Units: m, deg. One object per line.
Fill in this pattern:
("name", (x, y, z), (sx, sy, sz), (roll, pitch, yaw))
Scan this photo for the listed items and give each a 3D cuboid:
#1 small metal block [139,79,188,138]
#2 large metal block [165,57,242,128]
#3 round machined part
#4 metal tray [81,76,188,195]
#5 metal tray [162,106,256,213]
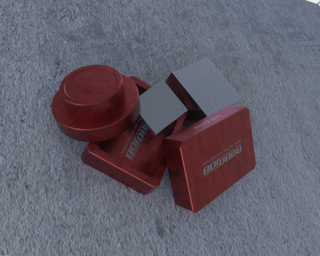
("small metal block", (-0.002, -0.024, 0.390), (0.050, 0.025, 0.050), (-38, 85, -11))
("large metal block", (0.057, -0.047, 0.449), (0.081, 0.050, 0.080), (-30, 79, -38))
("round machined part", (-0.073, -0.035, 0.349), (0.099, 0.042, 0.098), (-2, 48, 3))
("metal tray", (-0.026, 0.005, 0.384), (0.090, 0.030, 0.130), (31, 52, -9))
("metal tray", (0.067, 0.034, 0.388), (0.131, 0.030, 0.089), (-25, 112, -36))
